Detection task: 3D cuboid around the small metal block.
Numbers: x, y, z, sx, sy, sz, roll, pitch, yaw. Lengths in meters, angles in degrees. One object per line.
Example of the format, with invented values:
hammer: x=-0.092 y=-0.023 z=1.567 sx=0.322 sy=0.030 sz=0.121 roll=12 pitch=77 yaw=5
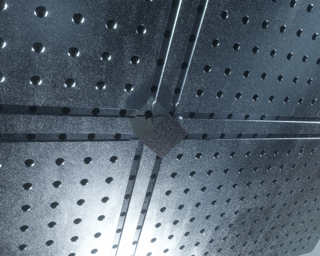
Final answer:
small metal block: x=0.001 y=0.006 z=0.415 sx=0.050 sy=0.025 sz=0.050 roll=-44 pitch=130 yaw=2
